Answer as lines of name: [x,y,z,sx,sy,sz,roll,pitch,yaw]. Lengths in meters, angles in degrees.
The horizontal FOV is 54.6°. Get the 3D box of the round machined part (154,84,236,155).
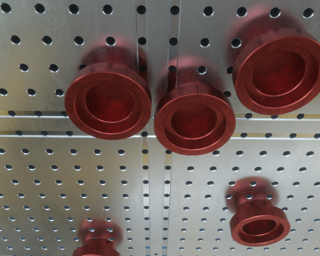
round machined part: [0.042,-0.014,0.389,0.099,0.042,0.097,0,130,0]

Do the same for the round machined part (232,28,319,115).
round machined part: [0.130,-0.065,0.346,0.099,0.042,0.097,0,130,0]

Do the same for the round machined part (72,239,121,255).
round machined part: [-0.125,0.257,0.618,0.099,0.042,0.097,0,130,0]

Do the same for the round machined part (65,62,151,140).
round machined part: [-0.059,-0.035,0.370,0.099,0.042,0.097,0,130,0]

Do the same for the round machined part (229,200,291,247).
round machined part: [0.170,0.162,0.540,0.099,0.042,0.097,0,130,0]
